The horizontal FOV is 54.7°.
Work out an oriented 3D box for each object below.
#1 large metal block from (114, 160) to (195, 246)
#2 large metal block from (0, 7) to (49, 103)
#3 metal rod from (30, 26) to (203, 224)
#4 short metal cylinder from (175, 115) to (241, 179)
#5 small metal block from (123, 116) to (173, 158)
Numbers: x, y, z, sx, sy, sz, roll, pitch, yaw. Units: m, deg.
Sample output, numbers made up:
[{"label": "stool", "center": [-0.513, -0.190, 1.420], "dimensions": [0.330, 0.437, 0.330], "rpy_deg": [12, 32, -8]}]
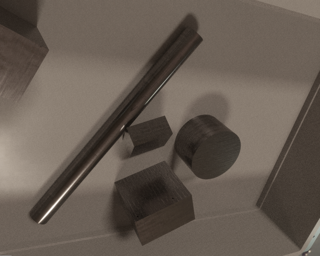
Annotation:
[{"label": "large metal block", "center": [-0.008, 0.102, 0.433], "dimensions": [0.081, 0.080, 0.050], "rpy_deg": [-22, 127, -16]}, {"label": "large metal block", "center": [-0.145, -0.073, 0.249], "dimensions": [0.080, 0.080, 0.050], "rpy_deg": [26, 104, -38]}, {"label": "metal rod", "center": [-0.057, 0.001, 0.379], "dimensions": [0.299, 0.025, 0.025], "rpy_deg": [-49, 129, 6]}, {"label": "short metal cylinder", "center": [0.069, 0.027, 0.449], "dimensions": [0.081, 0.050, 0.079], "rpy_deg": [-14, 125, -21]}, {"label": "small metal block", "center": [-0.017, 0.012, 0.392], "dimensions": [0.050, 0.025, 0.050], "rpy_deg": [-18, 164, -18]}]
